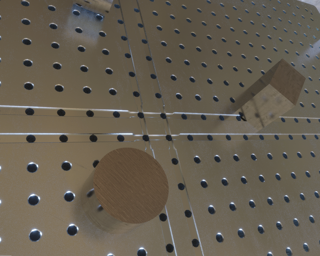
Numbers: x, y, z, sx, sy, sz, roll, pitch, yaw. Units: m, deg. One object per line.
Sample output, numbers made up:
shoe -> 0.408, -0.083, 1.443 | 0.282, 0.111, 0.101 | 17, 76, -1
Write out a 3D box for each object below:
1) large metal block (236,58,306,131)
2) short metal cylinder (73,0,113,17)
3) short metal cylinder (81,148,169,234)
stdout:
large metal block -> 0.181, -0.054, 0.506 | 0.050, 0.080, 0.080 | 40, 51, -2
short metal cylinder -> -0.091, -0.211, 0.454 | 0.050, 0.080, 0.080 | 16, 55, -20
short metal cylinder -> -0.038, 0.068, 0.332 | 0.081, 0.050, 0.080 | 14, 56, -21
